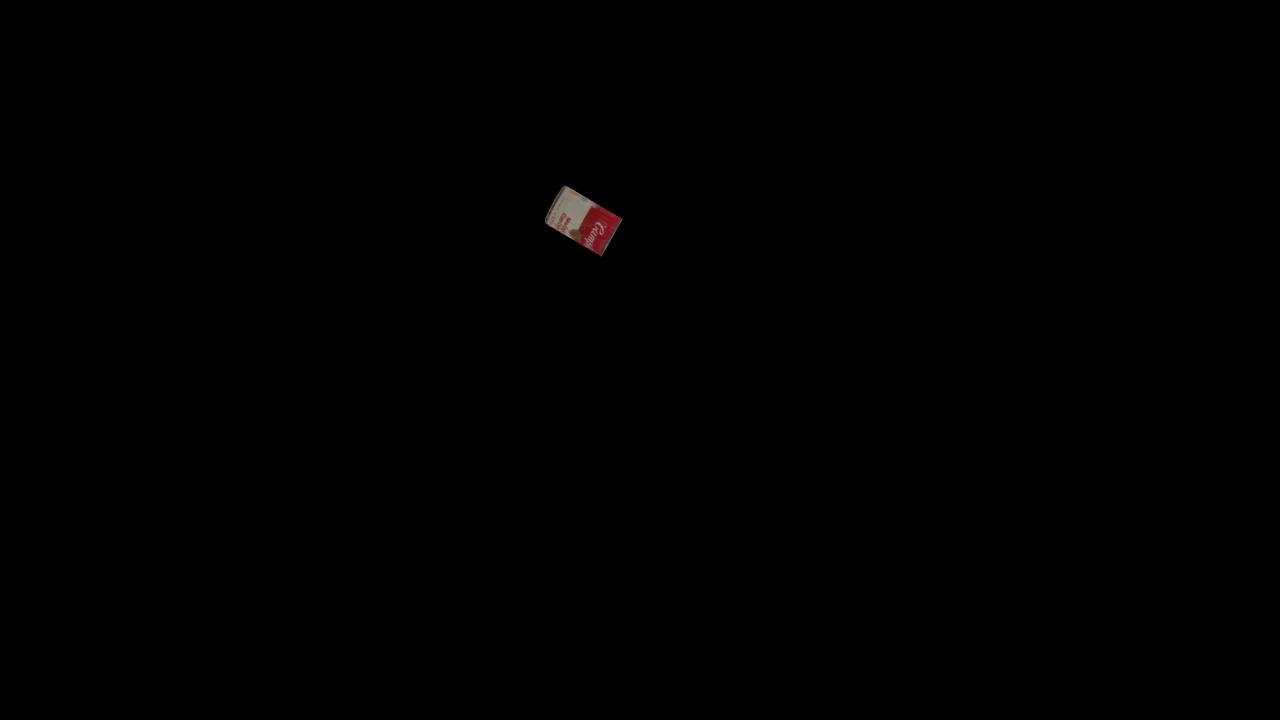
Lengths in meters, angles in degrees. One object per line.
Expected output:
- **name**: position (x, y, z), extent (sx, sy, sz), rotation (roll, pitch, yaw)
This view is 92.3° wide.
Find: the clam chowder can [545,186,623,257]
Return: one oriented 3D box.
- **clam chowder can**: position (-0.087, -0.214, 0.948), extent (0.102, 0.068, 0.068), rotation (30, -4, -7)
